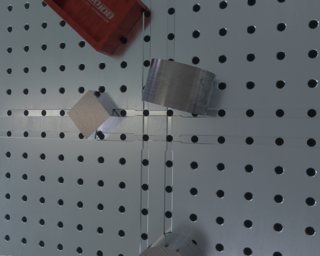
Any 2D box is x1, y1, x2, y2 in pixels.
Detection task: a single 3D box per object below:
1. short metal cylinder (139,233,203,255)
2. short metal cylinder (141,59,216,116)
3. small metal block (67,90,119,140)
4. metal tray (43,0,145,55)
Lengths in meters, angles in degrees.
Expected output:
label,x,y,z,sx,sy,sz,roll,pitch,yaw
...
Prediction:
label,x,y,z,sx,sy,sz,roll,pitch,yaw
short metal cylinder,0.012,0.182,0.395,0.080,0.050,0.079,0,90,20
short metal cylinder,0.023,-0.049,0.375,0.080,0.080,0.050,16,96,19
small metal block,-0.097,-0.019,0.447,0.050,0.025,0.050,-42,77,15
metal tray,-0.096,-0.179,0.443,0.130,0.030,0.090,44,103,14
